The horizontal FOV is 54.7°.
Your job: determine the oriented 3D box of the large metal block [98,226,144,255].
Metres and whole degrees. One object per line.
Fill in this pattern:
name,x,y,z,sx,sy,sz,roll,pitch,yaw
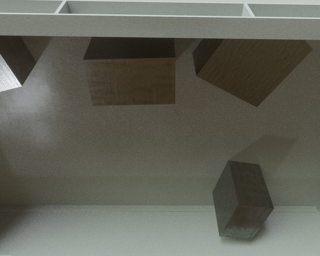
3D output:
large metal block,-0.071,0.233,0.593,0.081,0.050,0.079,1,130,-1

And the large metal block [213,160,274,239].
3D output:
large metal block,0.120,0.108,0.466,0.050,0.080,0.079,9,130,-7

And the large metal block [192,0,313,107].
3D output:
large metal block,0.092,-0.080,0.325,0.080,0.050,0.080,24,126,-19

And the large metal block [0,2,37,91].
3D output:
large metal block,-0.193,-0.080,0.322,0.080,0.050,0.080,-12,129,10

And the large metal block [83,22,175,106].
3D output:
large metal block,-0.026,-0.067,0.315,0.080,0.080,0.050,-1,130,1
